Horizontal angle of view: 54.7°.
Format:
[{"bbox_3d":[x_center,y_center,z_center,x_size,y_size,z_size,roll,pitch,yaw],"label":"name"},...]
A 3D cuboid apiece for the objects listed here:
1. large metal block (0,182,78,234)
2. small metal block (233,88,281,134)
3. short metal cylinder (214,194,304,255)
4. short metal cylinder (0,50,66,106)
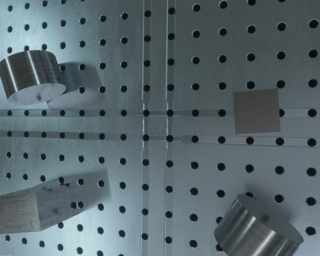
[{"bbox_3d":[-0.180,0.114,0.447,0.080,0.080,0.050,-10,87,20],"label":"large metal block"},{"bbox_3d":[0.116,-0.019,0.371,0.050,0.025,0.050,-4,89,20],"label":"small metal block"},{"bbox_3d":[0.108,0.119,0.345,0.080,0.080,0.050,33,101,17],"label":"short metal cylinder"},{"bbox_3d":[-0.184,-0.071,0.448,0.080,0.080,0.050,-22,83,18],"label":"short metal cylinder"}]
